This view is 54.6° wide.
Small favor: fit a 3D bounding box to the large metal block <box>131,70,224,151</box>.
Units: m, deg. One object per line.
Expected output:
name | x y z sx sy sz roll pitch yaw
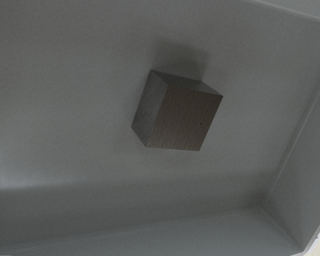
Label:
large metal block | 0.020 -0.020 0.390 0.081 0.050 0.080 7 115 -31
